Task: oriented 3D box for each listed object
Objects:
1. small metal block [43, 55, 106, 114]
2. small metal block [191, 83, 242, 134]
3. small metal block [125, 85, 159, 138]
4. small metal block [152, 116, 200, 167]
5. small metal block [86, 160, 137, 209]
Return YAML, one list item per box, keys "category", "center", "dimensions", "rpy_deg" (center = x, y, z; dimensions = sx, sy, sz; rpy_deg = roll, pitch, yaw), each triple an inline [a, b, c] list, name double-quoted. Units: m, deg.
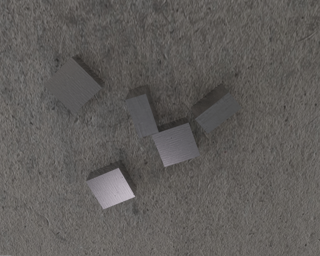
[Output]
- category: "small metal block"
  center: [-0.106, -0.055, 0.388]
  dimensions: [0.050, 0.025, 0.050]
  rpy_deg: [-40, 106, 13]
- category: "small metal block"
  center: [0.069, -0.026, 0.387]
  dimensions: [0.050, 0.050, 0.025]
  rpy_deg: [-39, 106, 13]
- category: "small metal block"
  center: [-0.021, -0.022, 0.388]
  dimensions: [0.025, 0.050, 0.050]
  rpy_deg: [-16, 109, 6]
- category: "small metal block"
  center: [0.021, 0.019, 0.417]
  dimensions: [0.050, 0.025, 0.050]
  rpy_deg: [-19, 109, 6]
- category: "small metal block"
  center: [-0.068, 0.080, 0.439]
  dimensions: [0.050, 0.025, 0.050]
  rpy_deg: [-23, 109, 8]
